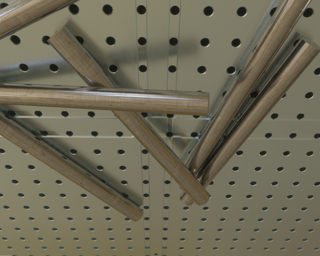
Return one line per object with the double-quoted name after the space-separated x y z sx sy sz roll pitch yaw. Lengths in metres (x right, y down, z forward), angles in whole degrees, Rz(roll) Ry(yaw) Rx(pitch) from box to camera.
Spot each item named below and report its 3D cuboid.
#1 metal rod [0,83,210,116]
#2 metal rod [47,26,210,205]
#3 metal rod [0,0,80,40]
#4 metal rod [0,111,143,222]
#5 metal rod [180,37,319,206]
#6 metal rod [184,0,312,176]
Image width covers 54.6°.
-0.098 -0.034 0.345 0.301 0.025 0.025 4 131 11 "metal rod"
-0.023 0.002 0.394 0.025 0.025 0.300 -29 119 22 "metal rod"
-0.158 -0.108 0.317 0.300 0.025 0.025 -19 128 15 "metal rod"
-0.134 0.063 0.463 0.025 0.025 0.300 -32 124 24 "metal rod"
0.104 0.013 0.422 0.025 0.025 0.298 18 128 -15 "metal rod"
0.091 -0.034 0.382 0.025 0.025 0.298 16 128 -13 "metal rod"
